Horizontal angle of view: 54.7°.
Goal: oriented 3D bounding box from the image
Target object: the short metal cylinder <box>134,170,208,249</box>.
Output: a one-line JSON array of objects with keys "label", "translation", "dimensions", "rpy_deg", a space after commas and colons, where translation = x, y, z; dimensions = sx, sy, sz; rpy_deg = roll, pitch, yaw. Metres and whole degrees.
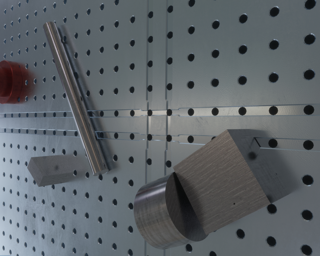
[{"label": "short metal cylinder", "translation": [0.016, 0.095, 0.360], "dimensions": [0.050, 0.081, 0.080], "rpy_deg": [-30, 72, 36]}]

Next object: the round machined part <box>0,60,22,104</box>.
[{"label": "round machined part", "translation": [-0.350, -0.102, 0.687], "dimensions": [0.098, 0.042, 0.097], "rpy_deg": [0, 90, 40]}]

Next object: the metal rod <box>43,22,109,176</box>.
[{"label": "metal rod", "translation": [-0.149, -0.060, 0.532], "dimensions": [0.025, 0.025, 0.299], "rpy_deg": [-36, 68, 34]}]

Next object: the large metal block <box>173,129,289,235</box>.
[{"label": "large metal block", "translation": [0.073, 0.056, 0.333], "dimensions": [0.080, 0.050, 0.080], "rpy_deg": [-40, 66, 32]}]

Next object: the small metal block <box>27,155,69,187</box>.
[{"label": "small metal block", "translation": [-0.203, 0.077, 0.561], "dimensions": [0.050, 0.050, 0.025], "rpy_deg": [44, 117, 31]}]
